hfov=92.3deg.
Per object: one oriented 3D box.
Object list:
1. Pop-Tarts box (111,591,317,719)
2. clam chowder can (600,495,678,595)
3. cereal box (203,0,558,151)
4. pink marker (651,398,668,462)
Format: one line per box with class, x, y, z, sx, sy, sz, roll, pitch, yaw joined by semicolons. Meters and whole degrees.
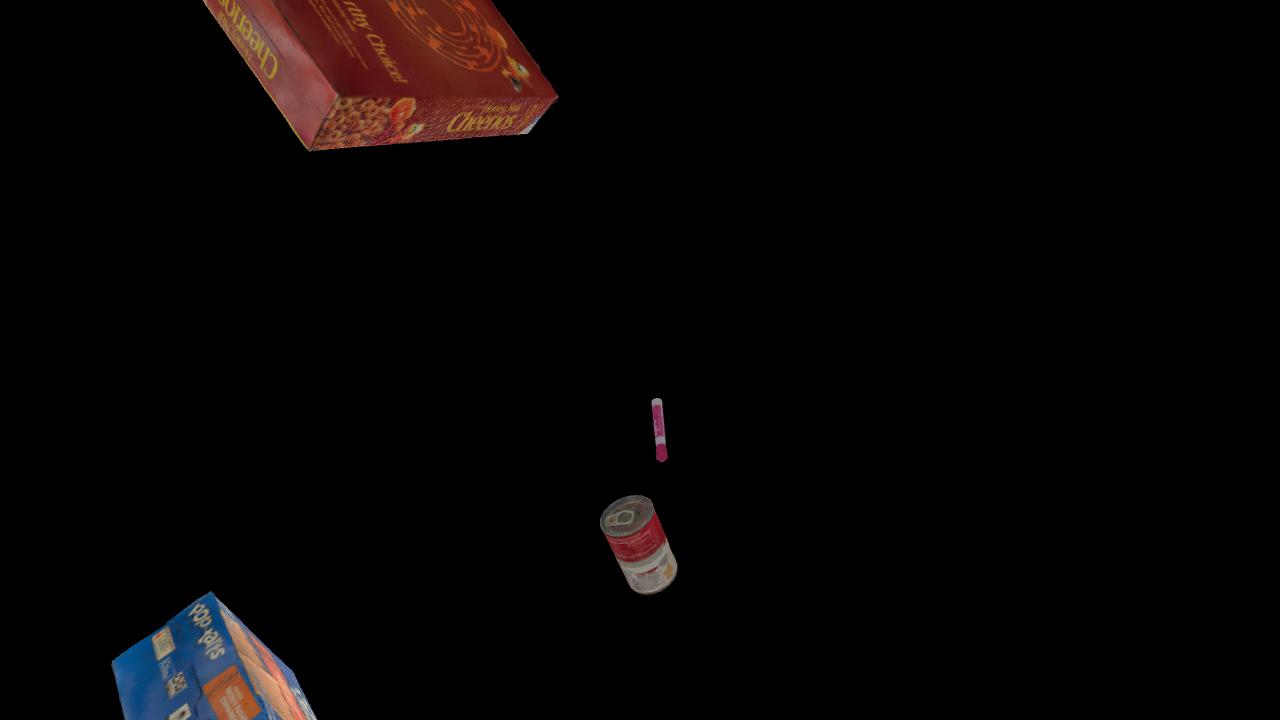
Pop-Tarts box;-0.327;0.299;0.499;0.083;0.141;0.167;-36;41;-30
clam chowder can;0.000;0.225;0.745;0.068;0.102;0.068;-17;25;8
cereal box;-0.244;-0.323;0.623;0.081;0.203;0.306;-34;2;35
pink marker;0.032;0.116;1.018;0.020;0.121;0.020;-2;-42;-2
